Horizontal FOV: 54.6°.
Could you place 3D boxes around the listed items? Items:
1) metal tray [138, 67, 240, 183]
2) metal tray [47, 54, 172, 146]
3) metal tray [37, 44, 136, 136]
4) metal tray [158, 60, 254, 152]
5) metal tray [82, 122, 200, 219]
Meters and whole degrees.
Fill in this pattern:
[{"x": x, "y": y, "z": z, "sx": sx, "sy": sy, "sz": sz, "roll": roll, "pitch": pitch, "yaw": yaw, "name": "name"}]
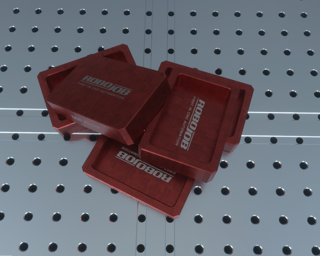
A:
[{"x": 0.038, "y": -0.009, "z": 0.379, "sx": 0.090, "sy": 0.030, "sz": 0.130, "roll": 19, "pitch": 60, "yaw": 7, "name": "metal tray"}, {"x": -0.063, "y": -0.040, "z": 0.380, "sx": 0.130, "sy": 0.030, "sz": 0.090, "roll": 20, "pitch": 62, "yaw": 30, "name": "metal tray"}, {"x": -0.091, "y": -0.054, "z": 0.428, "sx": 0.131, "sy": 0.030, "sz": 0.090, "roll": -21, "pitch": 71, "yaw": -7, "name": "metal tray"}, {"x": 0.050, "y": -0.031, "z": 0.420, "sx": 0.130, "sy": 0.030, "sz": 0.090, "roll": 18, "pitch": 71, "yaw": 7, "name": "metal tray"}, {"x": -0.019, "y": 0.045, "z": 0.392, "sx": 0.130, "sy": 0.030, "sz": 0.090, "roll": 25, "pitch": 72, "yaw": 9, "name": "metal tray"}]
